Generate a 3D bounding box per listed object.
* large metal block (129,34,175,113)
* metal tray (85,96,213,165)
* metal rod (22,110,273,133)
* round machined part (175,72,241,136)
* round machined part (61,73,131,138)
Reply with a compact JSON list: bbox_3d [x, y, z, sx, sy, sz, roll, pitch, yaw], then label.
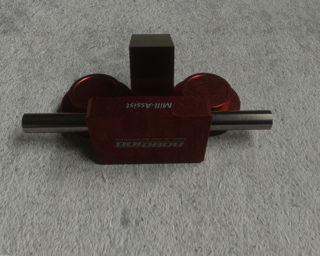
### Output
[{"bbox_3d":[-0.010,-0.072,0.394,0.050,0.079,0.080,-1,27,-2],"label":"large metal block"},{"bbox_3d":[-0.012,0.005,0.358,0.131,0.089,0.030,-1,50,-1],"label":"metal tray"},{"bbox_3d":[-0.014,-0.008,0.385,0.302,0.025,0.025,-1,50,-1],"label":"metal rod"},{"bbox_3d":[0.061,-0.039,0.426,0.099,0.042,0.098,0,50,0],"label":"round machined part"},{"bbox_3d":[-0.085,-0.037,0.421,0.099,0.042,0.098,0,50,0],"label":"round machined part"}]
